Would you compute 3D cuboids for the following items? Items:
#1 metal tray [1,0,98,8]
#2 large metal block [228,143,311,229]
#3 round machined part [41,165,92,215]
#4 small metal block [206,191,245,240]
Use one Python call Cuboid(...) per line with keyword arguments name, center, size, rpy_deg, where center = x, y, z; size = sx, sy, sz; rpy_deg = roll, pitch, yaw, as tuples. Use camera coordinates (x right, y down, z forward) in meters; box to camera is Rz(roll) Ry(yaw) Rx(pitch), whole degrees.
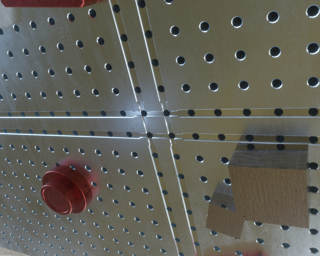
Cuboid(name="metal tray", center=(-0.141, -0.191, 0.363), size=(0.130, 0.030, 0.089), rpy_deg=(10, 123, 23))
Cuboid(name="large metal block", center=(0.132, 0.066, 0.366), size=(0.080, 0.050, 0.080), rpy_deg=(-1, 118, 28))
Cuboid(name="round machined part", center=(-0.177, 0.120, 0.568), size=(0.098, 0.042, 0.097), rpy_deg=(13, 124, 21))
Cuboid(name="small metal block", center=(0.095, 0.124, 0.438), size=(0.050, 0.025, 0.050), rpy_deg=(15, 125, 20))
